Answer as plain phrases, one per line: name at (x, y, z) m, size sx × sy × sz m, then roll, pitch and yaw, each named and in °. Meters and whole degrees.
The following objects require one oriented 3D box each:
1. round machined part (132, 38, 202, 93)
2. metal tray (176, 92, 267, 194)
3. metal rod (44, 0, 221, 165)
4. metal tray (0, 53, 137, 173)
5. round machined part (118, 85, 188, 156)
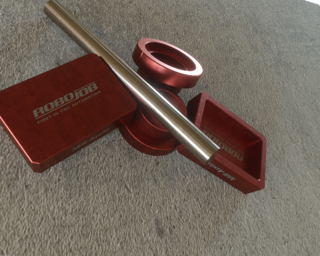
round machined part at (0.006, -0.083, 0.434) m, size 0.099 × 0.042 × 0.098 m, roll 20°, pitch 32°, yaw -13°
metal tray at (0.089, 0.021, 0.423) m, size 0.130 × 0.030 × 0.090 m, roll 33°, pitch 51°, yaw -20°
metal rod at (-0.046, -0.067, 0.378) m, size 0.300 × 0.025 × 0.025 m, roll 44°, pitch 50°, yaw 19°
metal tray at (-0.103, -0.022, 0.346) m, size 0.131 × 0.030 × 0.090 m, roll -33°, pitch 77°, yaw -29°
round machined part at (-0.004, -0.016, 0.403) m, size 0.099 × 0.042 × 0.098 m, roll 14°, pitch 56°, yaw -21°
